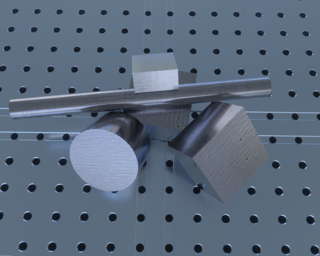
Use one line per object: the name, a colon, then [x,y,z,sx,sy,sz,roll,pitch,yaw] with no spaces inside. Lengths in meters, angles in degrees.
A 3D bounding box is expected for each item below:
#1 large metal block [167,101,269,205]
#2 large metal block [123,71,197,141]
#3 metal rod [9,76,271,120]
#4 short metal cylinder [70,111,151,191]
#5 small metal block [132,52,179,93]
large metal block: [0.070,0.027,0.363,0.080,0.050,0.080,-43,120,-14]
large metal block: [0.000,-0.031,0.406,0.080,0.050,0.080,10,70,3]
metal rod: [-0.021,-0.036,0.368,0.302,0.025,0.025,-5,70,-2]
short metal cylinder: [-0.056,0.026,0.362,0.080,0.079,0.050,18,28,6]
small metal block: [-0.007,-0.066,0.366,0.050,0.025,0.050,-5,35,-2]
